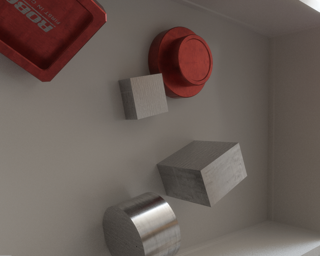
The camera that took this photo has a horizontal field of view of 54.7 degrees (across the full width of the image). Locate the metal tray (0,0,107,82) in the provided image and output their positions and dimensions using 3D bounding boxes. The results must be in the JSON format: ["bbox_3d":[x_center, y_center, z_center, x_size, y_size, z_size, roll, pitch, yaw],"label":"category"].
[{"bbox_3d":[-0.124,-0.113,0.267,0.090,0.030,0.130,-43,125,12],"label":"metal tray"}]

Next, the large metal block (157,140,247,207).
[{"bbox_3d":[0.057,0.057,0.421,0.081,0.080,0.050,-28,108,-37],"label":"large metal block"}]

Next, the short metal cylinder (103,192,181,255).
[{"bbox_3d":[-0.022,0.120,0.354,0.050,0.080,0.079,-13,99,-40],"label":"short metal cylinder"}]

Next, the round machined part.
[{"bbox_3d":[0.035,-0.090,0.427,0.099,0.042,0.097,0,90,-40],"label":"round machined part"}]

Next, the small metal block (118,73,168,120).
[{"bbox_3d":[-0.020,-0.040,0.391,0.050,0.025,0.050,-17,101,-39],"label":"small metal block"}]
